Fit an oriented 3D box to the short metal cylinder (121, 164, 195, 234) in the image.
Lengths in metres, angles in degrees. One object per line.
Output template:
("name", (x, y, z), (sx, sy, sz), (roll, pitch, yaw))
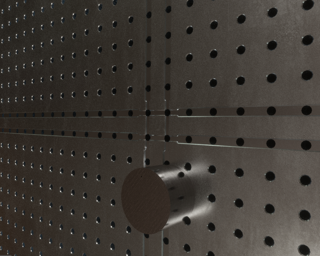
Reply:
("short metal cylinder", (-0.003, 0.088, 0.394), (0.080, 0.050, 0.079), (0, 90, 39))
